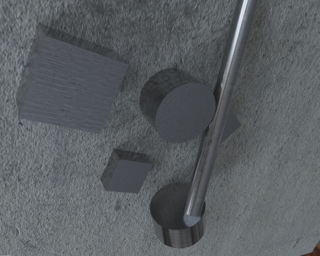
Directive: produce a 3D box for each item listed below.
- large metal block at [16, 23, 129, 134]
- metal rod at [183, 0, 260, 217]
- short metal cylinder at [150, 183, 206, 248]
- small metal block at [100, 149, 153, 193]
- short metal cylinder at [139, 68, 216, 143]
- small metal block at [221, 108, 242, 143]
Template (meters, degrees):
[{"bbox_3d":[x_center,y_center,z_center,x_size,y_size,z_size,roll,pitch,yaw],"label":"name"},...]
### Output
[{"bbox_3d":[-0.090,-0.047,0.312,0.081,0.050,0.080,13,112,-34],"label":"large metal block"},{"bbox_3d":[0.076,-0.026,0.396,0.025,0.025,0.298,5,105,-31],"label":"metal rod"},{"bbox_3d":[0.028,0.131,0.465,0.081,0.080,0.050,-22,132,-16],"label":"short metal cylinder"},{"bbox_3d":[-0.045,0.059,0.419,0.050,0.025,0.050,13,112,-34],"label":"small metal block"},{"bbox_3d":[0.021,-0.028,0.385,0.081,0.050,0.079,-14,124,-21],"label":"short metal cylinder"},{"bbox_3d":[0.083,-0.007,0.448,0.050,0.025,0.050,-42,130,1],"label":"small metal block"}]
